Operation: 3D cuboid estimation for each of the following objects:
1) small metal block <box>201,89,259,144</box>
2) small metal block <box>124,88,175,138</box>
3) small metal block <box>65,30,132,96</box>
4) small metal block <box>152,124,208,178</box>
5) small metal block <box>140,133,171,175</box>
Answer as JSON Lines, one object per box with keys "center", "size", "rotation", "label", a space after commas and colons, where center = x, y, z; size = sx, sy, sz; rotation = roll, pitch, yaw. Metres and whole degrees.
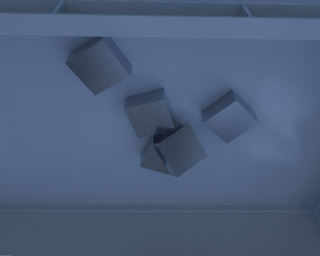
{"center": [0.090, -0.014, 0.399], "size": [0.050, 0.025, 0.050], "rotation": [-37, 122, 26], "label": "small metal block"}
{"center": [-0.012, -0.018, 0.393], "size": [0.050, 0.025, 0.050], "rotation": [-13, 129, 10], "label": "small metal block"}
{"center": [-0.067, -0.072, 0.347], "size": [0.050, 0.025, 0.050], "rotation": [-25, 126, 19], "label": "small metal block"}
{"center": [0.026, 0.029, 0.407], "size": [0.050, 0.025, 0.050], "rotation": [-33, 98, -14], "label": "small metal block"}
{"center": [0.005, 0.037, 0.441], "size": [0.050, 0.025, 0.050], "rotation": [18, 128, -15], "label": "small metal block"}
